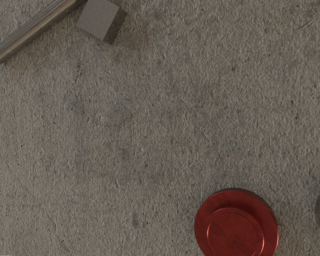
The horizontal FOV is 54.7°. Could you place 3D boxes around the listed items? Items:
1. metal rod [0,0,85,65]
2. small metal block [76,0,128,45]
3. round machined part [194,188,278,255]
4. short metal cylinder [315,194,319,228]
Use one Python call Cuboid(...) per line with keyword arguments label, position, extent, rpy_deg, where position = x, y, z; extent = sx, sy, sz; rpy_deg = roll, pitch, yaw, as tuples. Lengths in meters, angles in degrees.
Cuboid(label="metal rod", position=(-0.143, -0.182, 0.459), extent=(0.300, 0.025, 0.025), rpy_deg=(-29, 81, 17))
Cuboid(label="small metal block", position=(-0.082, -0.154, 0.438), extent=(0.050, 0.025, 0.050), rpy_deg=(33, 101, 17))
Cuboid(label="round machined part", position=(0.088, 0.124, 0.369), extent=(0.098, 0.042, 0.097), rpy_deg=(0, 90, 20))
Cuboid(label="short metal cylinder", position=(0.209, 0.096, 0.322), extent=(0.080, 0.050, 0.079), rpy_deg=(0, 90, 20))
